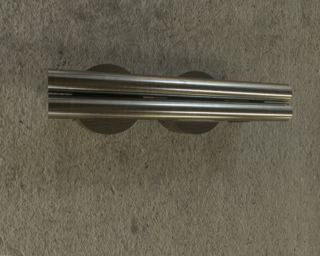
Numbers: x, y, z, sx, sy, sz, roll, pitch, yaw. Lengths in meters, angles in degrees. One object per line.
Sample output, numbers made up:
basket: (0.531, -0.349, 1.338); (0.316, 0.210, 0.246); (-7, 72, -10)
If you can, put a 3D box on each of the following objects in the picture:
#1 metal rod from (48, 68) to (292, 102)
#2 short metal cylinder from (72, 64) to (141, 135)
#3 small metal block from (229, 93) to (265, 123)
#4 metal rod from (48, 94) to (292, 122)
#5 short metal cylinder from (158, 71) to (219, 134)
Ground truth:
metal rod: (0.028, -0.048, 0.367); (0.302, 0.025, 0.025); (0, 90, -20)
short metal cylinder: (-0.066, -0.033, 0.372); (0.081, 0.050, 0.080); (0, 90, -20)
small metal block: (0.123, -0.033, 0.444); (0.025, 0.050, 0.050); (-2, 90, -20)
metal rod: (0.028, -0.022, 0.367); (0.302, 0.025, 0.025); (0, 90, -20)
short metal cylinder: (0.038, -0.032, 0.412); (0.081, 0.050, 0.080); (0, 90, -20)
